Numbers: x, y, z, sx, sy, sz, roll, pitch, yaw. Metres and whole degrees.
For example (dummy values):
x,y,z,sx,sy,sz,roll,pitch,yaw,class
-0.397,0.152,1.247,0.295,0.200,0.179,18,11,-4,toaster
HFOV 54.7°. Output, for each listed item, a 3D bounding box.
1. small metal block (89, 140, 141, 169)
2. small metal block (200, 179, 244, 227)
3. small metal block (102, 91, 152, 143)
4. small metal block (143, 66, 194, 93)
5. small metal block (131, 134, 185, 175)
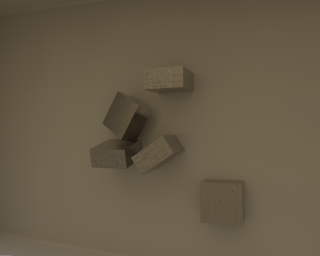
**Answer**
x,y,z,sx,sy,sz,roll,pitch,yaw,class
-0.058,0.034,0.415,0.050,0.050,0.025,-1,102,20,small metal block
0.077,0.091,0.383,0.050,0.025,0.050,-1,90,20,small metal block
-0.045,-0.015,0.416,0.050,0.025,0.050,35,102,42,small metal block
0.012,-0.060,0.393,0.050,0.050,0.025,-1,90,20,small metal block
-0.001,0.033,0.398,0.050,0.050,0.025,-36,79,16,small metal block
